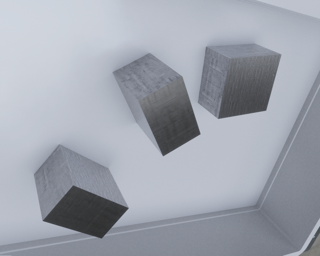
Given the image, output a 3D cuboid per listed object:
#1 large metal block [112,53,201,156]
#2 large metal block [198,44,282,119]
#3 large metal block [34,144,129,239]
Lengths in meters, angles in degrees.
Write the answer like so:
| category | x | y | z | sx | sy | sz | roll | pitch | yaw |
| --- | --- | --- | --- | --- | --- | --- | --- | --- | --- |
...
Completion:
| category | x | y | z | sx | sy | sz | roll | pitch | yaw |
| --- | --- | --- | --- | --- | --- | --- | --- | --- | --- |
| large metal block | -0.004 | -0.029 | 0.355 | 0.050 | 0.080 | 0.080 | -30 | 129 | -9 |
| large metal block | 0.103 | -0.064 | 0.411 | 0.081 | 0.050 | 0.079 | -10 | 123 | -24 |
| large metal block | -0.095 | 0.075 | 0.369 | 0.050 | 0.080 | 0.080 | -49 | 129 | 6 |
